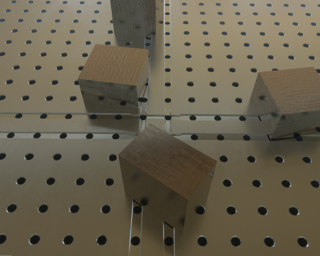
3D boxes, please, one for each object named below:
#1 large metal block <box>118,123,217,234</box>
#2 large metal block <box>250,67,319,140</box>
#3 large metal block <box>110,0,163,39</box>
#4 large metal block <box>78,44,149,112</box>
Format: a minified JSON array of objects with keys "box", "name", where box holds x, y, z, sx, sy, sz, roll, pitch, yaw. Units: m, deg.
[{"box":[0.007,0.054,0.327,0.080,0.080,0.050,30,56,22],"name":"large metal block"},{"box":[0.181,-0.035,0.423,0.081,0.050,0.080,-7,50,-6],"name":"large metal block"},{"box":[-0.039,-0.213,0.551,0.080,0.080,0.050,12,51,10],"name":"large metal block"},{"box":[-0.064,-0.075,0.454,0.080,0.050,0.080,8,50,6],"name":"large metal block"}]
